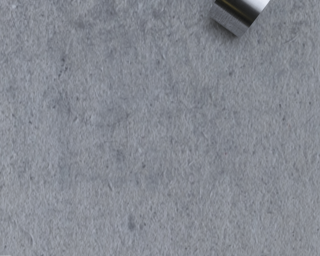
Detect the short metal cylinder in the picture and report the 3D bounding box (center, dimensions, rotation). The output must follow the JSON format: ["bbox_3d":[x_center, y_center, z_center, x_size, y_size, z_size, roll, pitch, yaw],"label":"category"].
[{"bbox_3d":[0.104,-0.160,0.384,0.050,0.080,0.080,36,90,-1],"label":"short metal cylinder"}]
